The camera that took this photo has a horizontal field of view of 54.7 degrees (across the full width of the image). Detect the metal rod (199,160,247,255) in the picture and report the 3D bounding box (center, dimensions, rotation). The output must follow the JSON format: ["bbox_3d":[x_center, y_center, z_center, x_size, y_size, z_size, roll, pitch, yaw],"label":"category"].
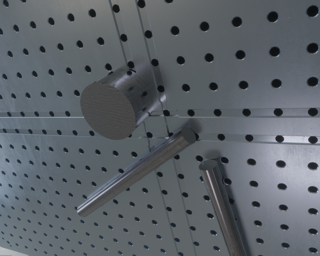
[{"bbox_3d":[0.113,0.179,0.462,0.025,0.025,0.298,-7,115,31],"label":"metal rod"}]

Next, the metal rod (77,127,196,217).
[{"bbox_3d":[-0.054,0.082,0.490,0.025,0.025,0.299,47,129,-5],"label":"metal rod"}]

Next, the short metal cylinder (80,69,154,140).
[{"bbox_3d":[-0.055,-0.031,0.405,0.080,0.050,0.079,13,124,21],"label":"short metal cylinder"}]
